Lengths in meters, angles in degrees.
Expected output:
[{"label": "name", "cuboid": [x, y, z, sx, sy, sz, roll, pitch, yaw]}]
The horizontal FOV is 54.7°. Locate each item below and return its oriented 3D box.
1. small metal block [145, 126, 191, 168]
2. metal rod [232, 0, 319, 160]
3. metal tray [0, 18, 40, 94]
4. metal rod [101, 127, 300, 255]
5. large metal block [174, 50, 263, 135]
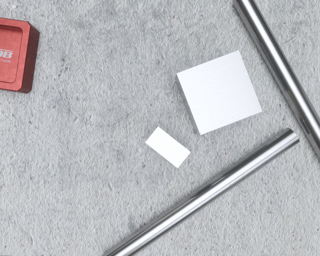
[{"label": "small metal block", "cuboid": [0.009, 0.023, 0.398, 0.050, 0.050, 0.025, 38, 90, -1]}, {"label": "metal rod", "cuboid": [0.180, -0.044, 0.412, 0.025, 0.025, 0.299, -29, 90, 0]}, {"label": "metal tray", "cuboid": [-0.233, -0.099, 0.404, 0.131, 0.030, 0.089, 8, 90, -1]}, {"label": "metal rod", "cuboid": [0.053, 0.094, 0.410, 0.301, 0.025, 0.025, -34, 90, -1]}, {"label": "large metal block", "cuboid": [0.072, -0.043, 0.398, 0.080, 0.050, 0.080, -21, 90, -1]}]
